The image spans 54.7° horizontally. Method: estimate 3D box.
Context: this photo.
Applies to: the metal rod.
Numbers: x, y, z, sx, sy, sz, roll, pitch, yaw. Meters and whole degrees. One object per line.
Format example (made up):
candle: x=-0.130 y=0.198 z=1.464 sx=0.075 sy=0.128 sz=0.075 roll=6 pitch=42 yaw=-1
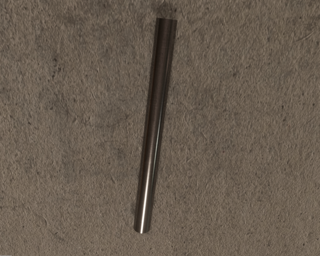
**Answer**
metal rod: x=-0.010 y=0.011 z=0.413 sx=0.025 sy=0.025 sz=0.298 roll=6 pitch=110 yaw=-3
